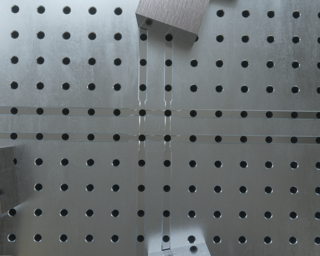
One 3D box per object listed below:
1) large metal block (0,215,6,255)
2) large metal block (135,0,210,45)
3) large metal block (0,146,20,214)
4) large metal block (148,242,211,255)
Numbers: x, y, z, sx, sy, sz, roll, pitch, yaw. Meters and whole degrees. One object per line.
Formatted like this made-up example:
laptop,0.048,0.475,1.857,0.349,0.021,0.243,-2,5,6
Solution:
large metal block,-0.255,0.156,0.398,0.081,0.050,0.079,5,90,-1
large metal block,0.021,-0.164,0.401,0.080,0.050,0.080,19,90,-1
large metal block,-0.236,0.070,0.398,0.081,0.050,0.080,-8,90,-1
large metal block,0.031,0.205,0.402,0.080,0.050,0.080,-11,90,-1
